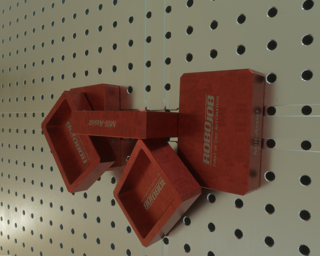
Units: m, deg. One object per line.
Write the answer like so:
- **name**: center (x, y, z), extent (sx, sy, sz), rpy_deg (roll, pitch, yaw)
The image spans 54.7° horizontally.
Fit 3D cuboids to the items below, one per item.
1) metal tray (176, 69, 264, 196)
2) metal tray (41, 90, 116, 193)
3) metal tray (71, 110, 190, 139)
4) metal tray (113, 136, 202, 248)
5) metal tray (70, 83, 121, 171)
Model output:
- **metal tray**: center (0.065, 0.002, 0.350), extent (0.090, 0.030, 0.129), rpy_deg (4, 92, 39)
- **metal tray**: center (-0.127, 0.019, 0.466), extent (0.090, 0.030, 0.130), rpy_deg (-45, 64, 30)
- **metal tray**: center (-0.039, -0.006, 0.396), extent (0.130, 0.091, 0.030), rpy_deg (2, 92, 39)
- **metal tray**: center (-0.010, 0.080, 0.388), extent (0.090, 0.030, 0.129), rpy_deg (53, 138, 26)
- **metal tray**: center (-0.104, 0.000, 0.490), extent (0.090, 0.030, 0.129), rpy_deg (-1, 90, 40)
